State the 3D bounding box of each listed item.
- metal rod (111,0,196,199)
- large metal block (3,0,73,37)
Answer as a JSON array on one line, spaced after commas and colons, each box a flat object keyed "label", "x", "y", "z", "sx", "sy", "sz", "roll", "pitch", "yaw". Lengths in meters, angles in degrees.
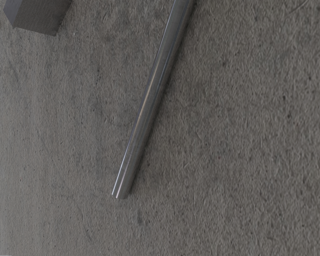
[{"label": "metal rod", "x": -0.011, "y": -0.038, "z": 0.414, "sx": 0.025, "sy": 0.025, "sz": 0.298, "roll": 31, "pitch": 109, "yaw": 36}, {"label": "large metal block", "x": -0.216, "y": -0.218, "z": 0.547, "sx": 0.080, "sy": 0.081, "sz": 0.050, "roll": -52, "pitch": 60, "yaw": 27}]
